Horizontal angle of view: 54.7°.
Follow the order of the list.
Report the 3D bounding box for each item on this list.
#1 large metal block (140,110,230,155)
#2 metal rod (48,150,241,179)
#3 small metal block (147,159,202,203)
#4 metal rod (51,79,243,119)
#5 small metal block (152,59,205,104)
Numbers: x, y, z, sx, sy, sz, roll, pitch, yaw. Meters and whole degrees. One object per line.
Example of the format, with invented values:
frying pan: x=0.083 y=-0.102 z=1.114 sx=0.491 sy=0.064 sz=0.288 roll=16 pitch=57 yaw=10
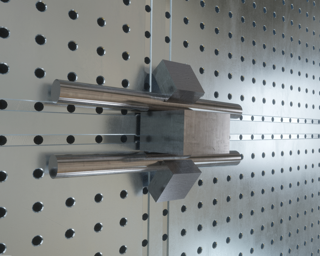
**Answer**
large metal block: x=0.031 y=0.006 z=0.394 sx=0.081 sy=0.080 sz=0.050 roll=2 pitch=89 yaw=-40
metal rod: x=0.007 y=0.044 z=0.411 sx=0.302 sy=0.025 sz=0.025 roll=3 pitch=89 yaw=-40
small metal block: x=0.019 y=0.069 z=0.405 sx=0.050 sy=0.025 sz=0.050 roll=4 pitch=125 yaw=-40
metal rod: x=0.010 y=-0.032 z=0.412 sx=0.302 sy=0.025 sz=0.025 roll=3 pitch=89 yaw=-40
small metal block: x=0.025 y=-0.060 z=0.410 sx=0.050 sy=0.025 sz=0.050 roll=1 pitch=55 yaw=-40
